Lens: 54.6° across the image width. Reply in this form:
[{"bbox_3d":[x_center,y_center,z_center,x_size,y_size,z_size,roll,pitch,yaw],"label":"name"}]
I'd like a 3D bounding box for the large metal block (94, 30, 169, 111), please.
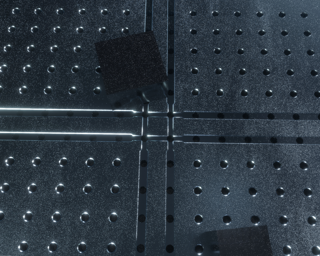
[{"bbox_3d":[-0.038,-0.078,0.427,0.080,0.050,0.080,-14,71,-5],"label":"large metal block"}]

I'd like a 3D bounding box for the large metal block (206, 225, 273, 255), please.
[{"bbox_3d":[0.084,0.149,0.329,0.050,0.080,0.080,-5,70,-2],"label":"large metal block"}]
